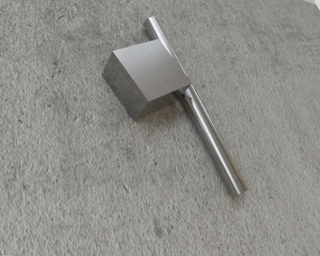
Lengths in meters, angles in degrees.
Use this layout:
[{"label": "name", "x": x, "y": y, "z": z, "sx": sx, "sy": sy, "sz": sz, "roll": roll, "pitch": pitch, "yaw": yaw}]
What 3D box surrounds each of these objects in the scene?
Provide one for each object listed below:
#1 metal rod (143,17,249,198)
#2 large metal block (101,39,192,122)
[{"label": "metal rod", "x": 0.045, "y": -0.042, "z": 0.455, "sx": 0.025, "sy": 0.025, "sz": 0.299, "roll": -13, "pitch": 69, "yaw": -34}, {"label": "large metal block", "x": -0.018, "y": -0.066, "z": 0.420, "sx": 0.081, "sy": 0.050, "sz": 0.080, "roll": -27, "pitch": 77, "yaw": -37}]
